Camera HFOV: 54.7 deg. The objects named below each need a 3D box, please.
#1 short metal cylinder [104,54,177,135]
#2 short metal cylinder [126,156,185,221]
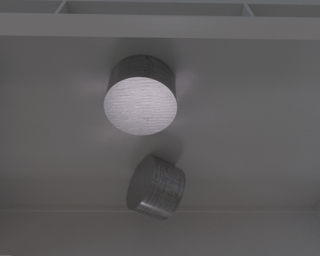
[{"bbox_3d":[-0.021,-0.038,0.360,0.081,0.050,0.079,0,130,0],"label":"short metal cylinder"},{"bbox_3d":[-0.007,0.086,0.446,0.050,0.080,0.080,25,126,-20],"label":"short metal cylinder"}]
